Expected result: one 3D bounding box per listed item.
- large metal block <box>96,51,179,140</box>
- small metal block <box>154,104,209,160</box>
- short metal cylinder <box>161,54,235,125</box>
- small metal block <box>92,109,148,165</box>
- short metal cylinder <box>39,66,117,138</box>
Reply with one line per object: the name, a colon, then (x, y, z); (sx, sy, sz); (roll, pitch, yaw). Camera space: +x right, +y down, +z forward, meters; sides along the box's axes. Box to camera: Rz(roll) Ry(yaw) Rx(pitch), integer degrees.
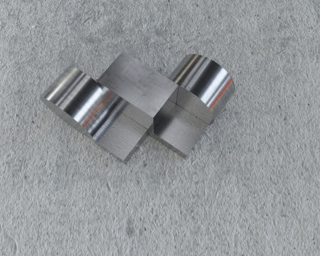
large metal block: (-0.026, -0.039, 0.395); (0.080, 0.080, 0.050); (33, 73, 11)
small metal block: (0.027, 0.005, 0.408); (0.050, 0.025, 0.050); (34, 73, 11)
short metal cylinder: (0.048, -0.048, 0.398); (0.080, 0.080, 0.050); (34, 74, 11)
small metal block: (-0.051, 0.012, 0.405); (0.050, 0.025, 0.050); (34, 73, 11)
short metal cylinder: (-0.102, -0.031, 0.391); (0.080, 0.080, 0.050); (33, 74, 11)
